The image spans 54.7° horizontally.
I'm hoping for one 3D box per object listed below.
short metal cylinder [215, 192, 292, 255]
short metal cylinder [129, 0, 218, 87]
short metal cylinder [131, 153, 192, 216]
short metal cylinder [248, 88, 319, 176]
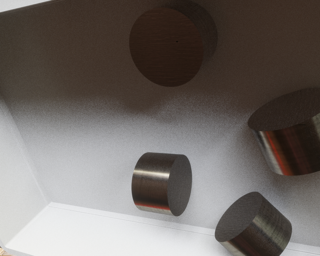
[{"bbox_3d":[0.116,0.128,0.390,0.050,0.080,0.080,43,129,-2],"label":"short metal cylinder"},{"bbox_3d":[0.015,-0.090,0.328,0.080,0.050,0.079,13,124,20],"label":"short metal cylinder"},{"bbox_3d":[0.005,0.074,0.415,0.050,0.080,0.079,2,119,27],"label":"short metal cylinder"},{"bbox_3d":[0.135,0.002,0.303,0.080,0.080,0.050,-18,109,35],"label":"short metal cylinder"}]
